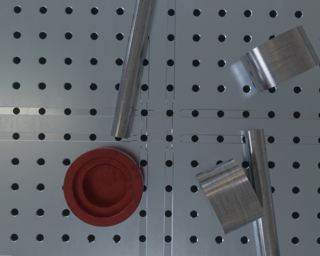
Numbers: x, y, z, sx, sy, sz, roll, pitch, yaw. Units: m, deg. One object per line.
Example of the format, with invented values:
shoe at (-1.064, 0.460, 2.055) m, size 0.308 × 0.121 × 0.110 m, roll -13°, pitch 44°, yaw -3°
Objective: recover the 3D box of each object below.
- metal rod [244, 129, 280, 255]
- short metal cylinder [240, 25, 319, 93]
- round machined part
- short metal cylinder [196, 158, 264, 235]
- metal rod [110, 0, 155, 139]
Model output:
metal rod at (0.145, 0.150, 0.414) m, size 0.025 × 0.025 × 0.298 m, roll -8°, pitch 90°, yaw 0°
short metal cylinder at (0.148, -0.084, 0.387) m, size 0.080 × 0.080 × 0.050 m, roll -27°, pitch 90°, yaw 0°
round machined part at (-0.070, 0.074, 0.404) m, size 0.099 × 0.042 × 0.097 m, roll 0°, pitch 90°, yaw 0°
short metal cylinder at (0.085, 0.085, 0.386) m, size 0.050 × 0.080 × 0.080 m, roll -26°, pitch 90°, yaw 0°
metal rod at (-0.026, -0.135, 0.412) m, size 0.025 × 0.025 × 0.298 m, roll 11°, pitch 90°, yaw 0°
